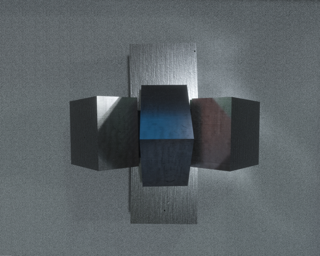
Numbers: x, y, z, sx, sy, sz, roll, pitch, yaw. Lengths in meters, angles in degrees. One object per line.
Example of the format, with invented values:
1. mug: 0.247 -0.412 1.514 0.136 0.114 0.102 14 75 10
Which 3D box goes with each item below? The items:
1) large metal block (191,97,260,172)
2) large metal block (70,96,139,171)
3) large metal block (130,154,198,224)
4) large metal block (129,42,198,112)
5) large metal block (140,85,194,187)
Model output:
1. large metal block: 0.081 0.006 0.376 0.050 0.081 0.080 2 91 39
2. large metal block: -0.069 0.005 0.374 0.050 0.080 0.080 -2 91 -36
3. large metal block: 0.005 0.076 0.398 0.081 0.050 0.080 1 90 0
4. large metal block: 0.004 -0.062 0.395 0.081 0.050 0.080 -1 90 0
5. large metal block: 0.005 0.009 0.343 0.050 0.080 0.080 -1 46 -1
